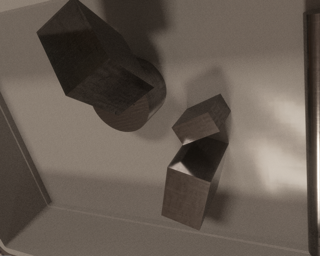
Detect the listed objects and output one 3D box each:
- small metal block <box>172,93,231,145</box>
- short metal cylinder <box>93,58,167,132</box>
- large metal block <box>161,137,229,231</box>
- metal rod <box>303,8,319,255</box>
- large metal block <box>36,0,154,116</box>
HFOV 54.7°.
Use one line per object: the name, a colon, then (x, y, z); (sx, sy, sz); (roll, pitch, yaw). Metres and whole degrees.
small metal block: (0.049, -0.010, 0.360); (0.050, 0.050, 0.025); (-24, 106, 36)
short metal cylinder: (-0.039, -0.042, 0.386); (0.080, 0.050, 0.079); (13, 124, 20)
large metal block: (0.044, 0.064, 0.389); (0.050, 0.080, 0.079); (18, 125, 18)
metal rod: (0.172, 0.028, 0.335); (0.025, 0.025, 0.298); (0, 119, 28)
large metal block: (-0.061, -0.066, 0.306); (0.050, 0.080, 0.080); (-37, 66, 15)
